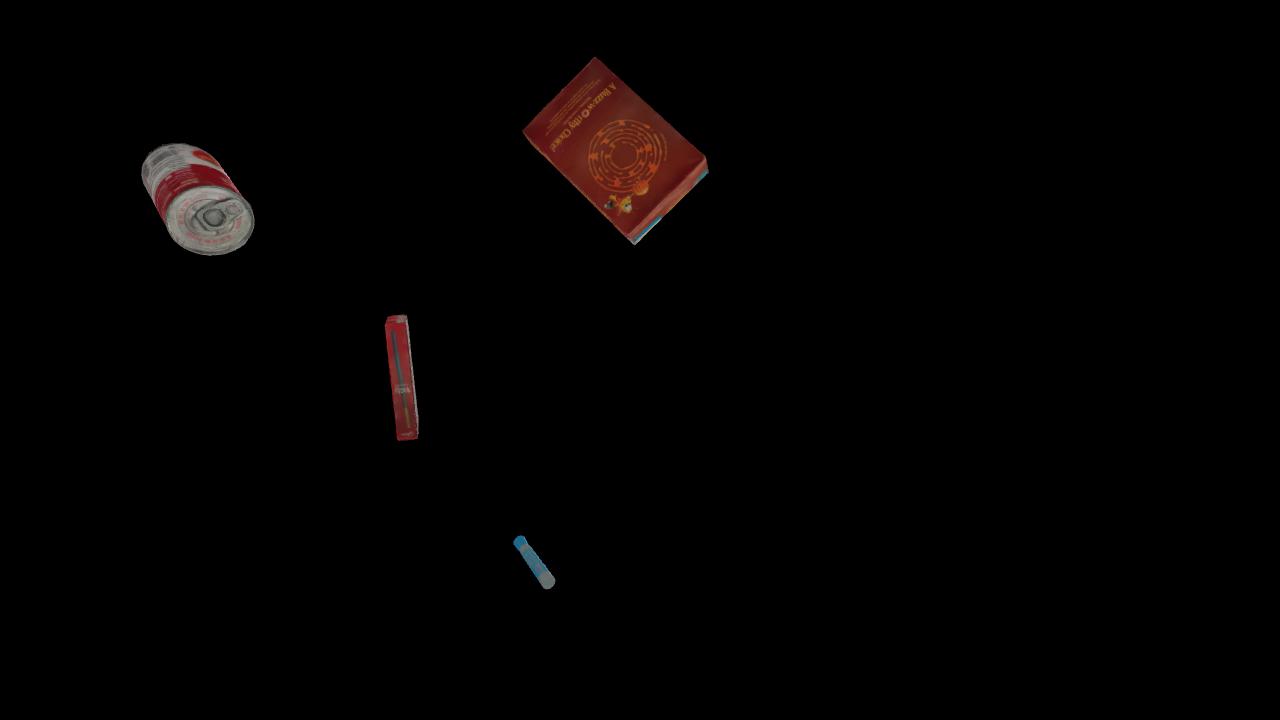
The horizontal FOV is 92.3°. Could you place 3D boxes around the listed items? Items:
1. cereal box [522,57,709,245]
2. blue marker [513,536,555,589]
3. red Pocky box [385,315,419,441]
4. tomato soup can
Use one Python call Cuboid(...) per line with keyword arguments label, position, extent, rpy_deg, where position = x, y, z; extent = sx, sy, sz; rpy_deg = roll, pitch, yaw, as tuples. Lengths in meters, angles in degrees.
Cuboid(label="cereal box", position=(-0.046, -0.395, 1.171), extent=(0.306, 0.203, 0.081), rpy_deg=(45, 3, 9))
Cuboid(label="blue marker", position=(-0.151, 0.281, 0.863), extent=(0.020, 0.020, 0.121), rpy_deg=(0, 14, -32))
Cuboid(label="red Pocky box", position=(-0.313, 0.022, 0.809), extent=(0.028, 0.155, 0.083), rpy_deg=(-6, 12, -19))
Cuboid(label="tomato soup can", position=(-0.410, -0.150, 0.569), extent=(0.101, 0.068, 0.068), rpy_deg=(41, 24, 31))
